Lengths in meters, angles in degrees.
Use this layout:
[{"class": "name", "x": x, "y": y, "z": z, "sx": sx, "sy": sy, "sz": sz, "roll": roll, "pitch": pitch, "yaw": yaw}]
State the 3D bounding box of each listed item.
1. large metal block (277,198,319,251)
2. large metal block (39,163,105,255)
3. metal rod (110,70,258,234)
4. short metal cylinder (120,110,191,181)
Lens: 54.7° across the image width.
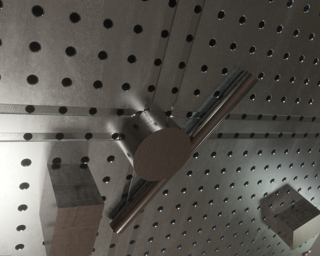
[{"class": "large metal block", "x": 0.318, "y": 0.220, "z": 0.709, "sx": 0.080, "sy": 0.050, "sz": 0.080, "roll": -27, "pitch": 128, "yaw": -12}, {"class": "large metal block", "x": -0.111, "y": 0.099, "z": 0.378, "sx": 0.050, "sy": 0.080, "sz": 0.079, "roll": 3, "pitch": 117, "yaw": -30}, {"class": "metal rod", "x": 0.031, "y": 0.039, "z": 0.453, "sx": 0.299, "sy": 0.025, "sz": 0.025, "roll": -49, "pitch": 129, "yaw": 6}, {"class": "short metal cylinder", "x": -0.006, "y": 0.022, "z": 0.407, "sx": 0.081, "sy": 0.050, "sz": 0.079, "roll": -14, "pitch": 125, "yaw": -21}]
